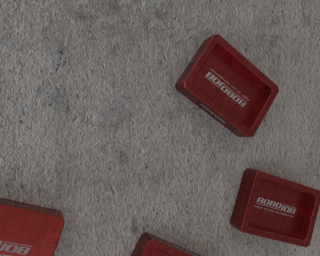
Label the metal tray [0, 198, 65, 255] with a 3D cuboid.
[{"bbox_3d":[-0.183,0.125,0.339,0.131,0.030,0.090,19,84,-19],"label":"metal tray"}]

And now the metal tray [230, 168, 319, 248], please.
[{"bbox_3d":[0.179,0.122,0.472,0.131,0.030,0.090,19,84,-19],"label":"metal tray"}]

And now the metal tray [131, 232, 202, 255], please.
[{"bbox_3d":[0.017,0.207,0.412,0.131,0.030,0.090,29,80,-18],"label":"metal tray"}]

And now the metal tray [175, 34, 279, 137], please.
[{"bbox_3d":[0.098,-0.057,0.442,0.130,0.030,0.090,35,79,-17],"label":"metal tray"}]
